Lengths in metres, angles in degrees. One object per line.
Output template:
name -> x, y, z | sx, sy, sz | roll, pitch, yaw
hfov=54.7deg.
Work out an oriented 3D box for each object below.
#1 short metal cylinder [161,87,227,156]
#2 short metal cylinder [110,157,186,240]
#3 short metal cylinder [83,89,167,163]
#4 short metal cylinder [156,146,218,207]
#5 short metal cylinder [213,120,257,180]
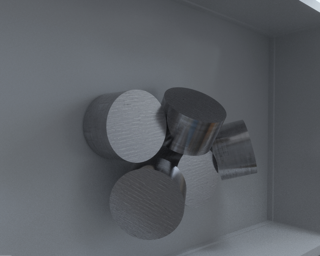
short metal cylinder -> 0.036, -0.010, 0.392 | 0.081, 0.080, 0.050 | -11, 133, -40
short metal cylinder -> -0.011, 0.078, 0.353 | 0.050, 0.080, 0.079 | -51, 133, -79
short metal cylinder -> -0.039, -0.002, 0.356 | 0.081, 0.050, 0.079 | 0, 90, -40
short metal cylinder -> 0.033, 0.062, 0.418 | 0.081, 0.050, 0.079 | 0, 90, -40
short metal cylinder -> 0.106, 0.032, 0.453 | 0.080, 0.050, 0.080 | -15, 91, -81
